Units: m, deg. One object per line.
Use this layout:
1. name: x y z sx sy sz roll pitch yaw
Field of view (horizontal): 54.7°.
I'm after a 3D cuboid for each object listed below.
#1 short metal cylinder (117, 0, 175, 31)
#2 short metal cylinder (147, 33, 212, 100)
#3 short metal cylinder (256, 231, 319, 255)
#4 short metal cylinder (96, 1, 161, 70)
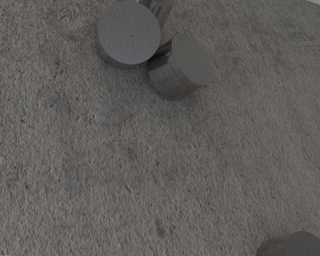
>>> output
1. short metal cylinder: -0.025 -0.185 0.472 0.080 0.050 0.080 20 36 -14
2. short metal cylinder: 0.028 -0.086 0.441 0.080 0.050 0.080 23 54 -36
3. short metal cylinder: 0.163 0.170 0.371 0.081 0.050 0.080 14 56 -21
4. short metal cylinder: -0.044 -0.122 0.415 0.081 0.050 0.079 -1 92 -16
